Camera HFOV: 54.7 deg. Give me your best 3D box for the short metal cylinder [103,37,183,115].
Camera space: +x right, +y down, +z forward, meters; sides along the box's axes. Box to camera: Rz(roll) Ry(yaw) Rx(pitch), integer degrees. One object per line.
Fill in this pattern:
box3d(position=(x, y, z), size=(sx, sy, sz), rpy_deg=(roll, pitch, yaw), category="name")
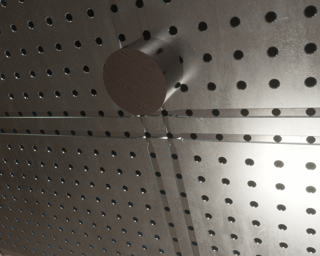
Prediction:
box3d(position=(-0.019, -0.062, 0.366), size=(0.080, 0.050, 0.079), rpy_deg=(13, 124, 20), category="short metal cylinder")
